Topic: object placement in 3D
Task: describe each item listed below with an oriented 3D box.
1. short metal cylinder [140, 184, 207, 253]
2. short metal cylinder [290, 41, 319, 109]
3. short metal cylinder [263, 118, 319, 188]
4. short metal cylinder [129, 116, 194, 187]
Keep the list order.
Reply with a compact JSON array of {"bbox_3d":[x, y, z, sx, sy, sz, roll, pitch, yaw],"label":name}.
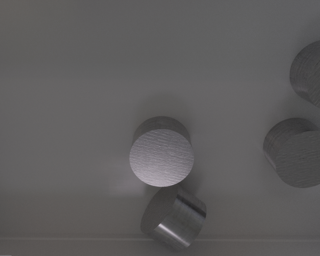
[{"bbox_3d":[0.018,0.121,0.427,0.050,0.080,0.080,38,106,-13],"label":"short metal cylinder"},{"bbox_3d":[0.208,-0.064,0.376,0.081,0.050,0.079,0,110,0],"label":"short metal cylinder"},{"bbox_3d":[0.185,0.032,0.411,0.081,0.050,0.079,0,110,0],"label":"short metal cylinder"},{"bbox_3d":[0.002,0.030,0.409,0.081,0.050,0.079,0,110,0],"label":"short metal cylinder"}]
